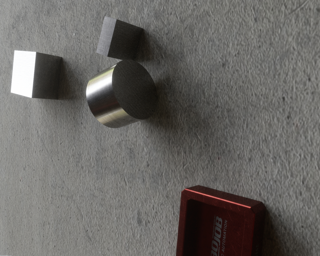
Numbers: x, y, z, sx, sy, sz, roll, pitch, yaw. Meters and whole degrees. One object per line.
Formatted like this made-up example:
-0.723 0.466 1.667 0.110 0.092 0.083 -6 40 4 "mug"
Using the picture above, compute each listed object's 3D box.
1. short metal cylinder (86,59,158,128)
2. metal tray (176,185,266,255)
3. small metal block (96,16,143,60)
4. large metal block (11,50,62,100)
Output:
-0.049 -0.044 0.410 0.050 0.081 0.080 -17 80 39 "short metal cylinder"
0.064 0.139 0.348 0.090 0.030 0.129 8 95 39 "metal tray"
-0.056 -0.123 0.435 0.025 0.050 0.050 28 107 36 "small metal block"
-0.233 -0.099 0.581 0.080 0.050 0.079 14 99 39 "large metal block"
